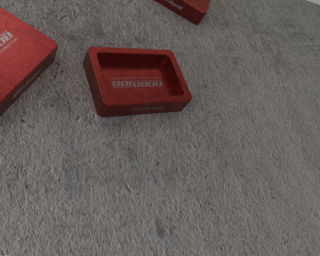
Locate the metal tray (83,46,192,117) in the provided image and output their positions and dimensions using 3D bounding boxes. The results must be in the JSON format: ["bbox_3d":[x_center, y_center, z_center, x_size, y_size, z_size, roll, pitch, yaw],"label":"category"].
[{"bbox_3d":[-0.029,-0.065,0.423,0.131,0.030,0.090,-6,65,-31],"label":"metal tray"}]

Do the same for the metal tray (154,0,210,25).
[{"bbox_3d":[0.030,-0.257,0.573,0.131,0.030,0.090,27,52,-12],"label":"metal tray"}]

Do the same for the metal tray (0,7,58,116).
[{"bbox_3d":[-0.189,-0.073,0.343,0.090,0.030,0.130,32,52,-8],"label":"metal tray"}]
